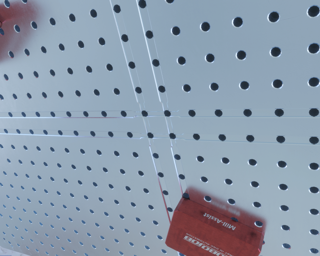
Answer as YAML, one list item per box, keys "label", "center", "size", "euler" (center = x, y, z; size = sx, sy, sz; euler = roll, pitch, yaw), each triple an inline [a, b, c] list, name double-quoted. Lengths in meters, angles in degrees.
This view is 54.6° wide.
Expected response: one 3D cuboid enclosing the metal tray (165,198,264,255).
- label: "metal tray"
  center: [0.079, 0.171, 0.472]
  size: [0.130, 0.030, 0.089]
  euler: [22, 127, 15]
